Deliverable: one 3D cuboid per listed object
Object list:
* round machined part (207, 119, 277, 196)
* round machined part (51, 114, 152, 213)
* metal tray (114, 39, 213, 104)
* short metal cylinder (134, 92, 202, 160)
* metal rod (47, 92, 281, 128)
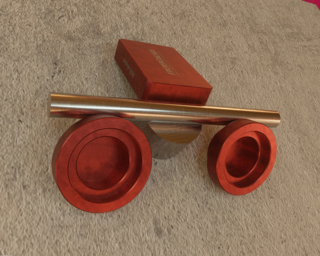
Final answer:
[{"bbox_3d":[0.102,0.035,0.407,0.099,0.042,0.097,-8,108,-26],"label":"round machined part"},{"bbox_3d":[-0.061,0.034,0.321,0.099,0.042,0.097,-6,103,-28],"label":"round machined part"},{"bbox_3d":[0.000,-0.075,0.415,0.091,0.030,0.130,2,35,-28],"label":"metal tray"},{"bbox_3d":[0.006,-0.005,0.398,0.081,0.050,0.080,14,56,-21],"label":"short metal cylinder"},{"bbox_3d":[0.027,-0.018,0.369,0.303,0.025,0.025,2,61,-28],"label":"metal rod"}]
